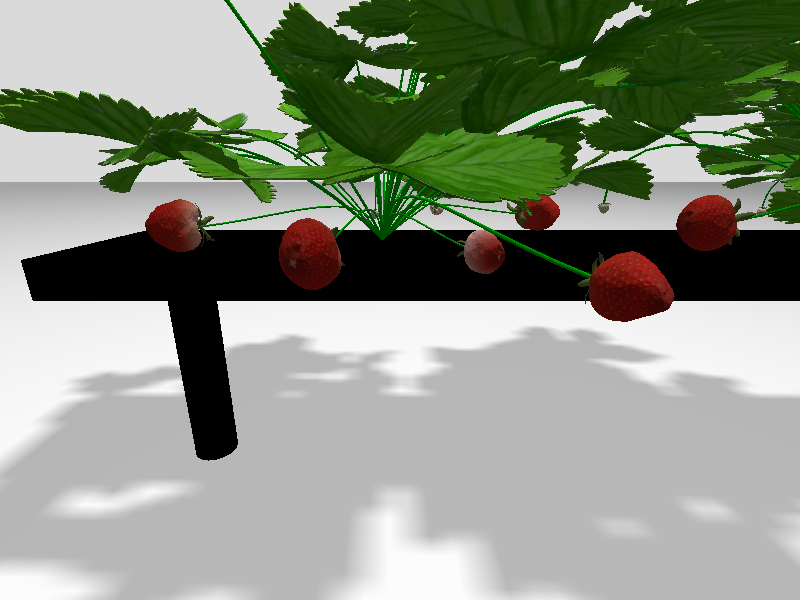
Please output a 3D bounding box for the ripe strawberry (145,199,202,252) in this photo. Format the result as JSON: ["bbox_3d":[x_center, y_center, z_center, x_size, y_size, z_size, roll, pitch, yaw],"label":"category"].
[{"bbox_3d":[-0.164,-0.054,0.292,0.036,0.037,0.033,-7,19,-19],"label":"ripe strawberry"}]

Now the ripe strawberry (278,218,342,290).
[{"bbox_3d":[-0.046,-0.022,0.196,0.031,0.035,0.033,3,19,10],"label":"ripe strawberry"}]

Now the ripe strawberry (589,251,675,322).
[{"bbox_3d":[0.091,-0.004,0.157,0.027,0.028,0.029,-9,21,-27],"label":"ripe strawberry"}]

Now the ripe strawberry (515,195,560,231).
[{"bbox_3d":[0.135,-0.086,0.389,0.042,0.036,0.042,-5,19,-17],"label":"ripe strawberry"}]

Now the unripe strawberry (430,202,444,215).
[{"bbox_3d":[0.050,-0.122,0.535,0.019,0.017,0.017,6,6,17],"label":"unripe strawberry"}]

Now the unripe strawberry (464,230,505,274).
[{"bbox_3d":[0.048,-0.027,0.227,0.022,0.025,0.024,-9,21,-26],"label":"unripe strawberry"}]

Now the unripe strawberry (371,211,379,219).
[{"bbox_3d":[-0.030,-0.105,0.490,0.011,0.010,0.010,-2,18,-5],"label":"unripe strawberry"}]

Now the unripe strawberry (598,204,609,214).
[{"bbox_3d":[0.231,-0.104,0.453,0.011,0.011,0.011,10,20,27],"label":"unripe strawberry"}]

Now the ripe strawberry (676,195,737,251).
[{"bbox_3d":[0.223,-0.057,0.296,0.039,0.040,0.035,-5,19,-13],"label":"ripe strawberry"}]

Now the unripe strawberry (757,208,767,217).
[{"bbox_3d":[0.443,-0.107,0.490,0.010,0.011,0.011,1,18,3],"label":"unripe strawberry"}]
